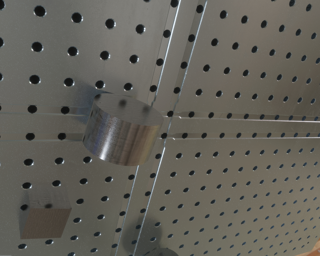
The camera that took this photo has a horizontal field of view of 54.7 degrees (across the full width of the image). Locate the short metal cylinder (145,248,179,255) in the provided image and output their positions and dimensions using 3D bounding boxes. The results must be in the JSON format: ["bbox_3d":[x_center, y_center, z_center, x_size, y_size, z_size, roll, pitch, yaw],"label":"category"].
[{"bbox_3d":[0.006,0.259,0.539,0.080,0.080,0.050,-27,128,-11],"label":"short metal cylinder"}]

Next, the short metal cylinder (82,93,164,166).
[{"bbox_3d":[-0.042,0.000,0.353,0.081,0.080,0.050,7,115,-32],"label":"short metal cylinder"}]

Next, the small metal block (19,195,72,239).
[{"bbox_3d":[-0.149,0.115,0.401,0.050,0.025,0.050,11,113,-33],"label":"small metal block"}]
